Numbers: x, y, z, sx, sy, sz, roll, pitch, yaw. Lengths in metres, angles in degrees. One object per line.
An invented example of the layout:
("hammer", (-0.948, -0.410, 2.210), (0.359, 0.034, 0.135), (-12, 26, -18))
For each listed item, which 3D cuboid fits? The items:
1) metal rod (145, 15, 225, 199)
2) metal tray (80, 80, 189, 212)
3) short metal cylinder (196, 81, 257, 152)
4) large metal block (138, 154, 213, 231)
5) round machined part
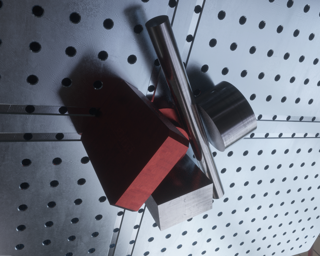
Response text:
("metal rod", (0.044, -0.002, 0.408), (0.025, 0.025, 0.299), (-31, 129, -9))
("metal tray", (-0.035, 0.013, 0.334), (0.030, 0.130, 0.090), (31, 101, -38))
("short metal cylinder", (0.082, -0.015, 0.411), (0.050, 0.080, 0.080), (-32, 129, -8))
("large metal block", (0.019, 0.086, 0.441), (0.081, 0.080, 0.050), (-18, 126, -19))
("round machined part", (-0.001, 0.017, 0.412), (0.099, 0.042, 0.097), (-14, 125, -21))
